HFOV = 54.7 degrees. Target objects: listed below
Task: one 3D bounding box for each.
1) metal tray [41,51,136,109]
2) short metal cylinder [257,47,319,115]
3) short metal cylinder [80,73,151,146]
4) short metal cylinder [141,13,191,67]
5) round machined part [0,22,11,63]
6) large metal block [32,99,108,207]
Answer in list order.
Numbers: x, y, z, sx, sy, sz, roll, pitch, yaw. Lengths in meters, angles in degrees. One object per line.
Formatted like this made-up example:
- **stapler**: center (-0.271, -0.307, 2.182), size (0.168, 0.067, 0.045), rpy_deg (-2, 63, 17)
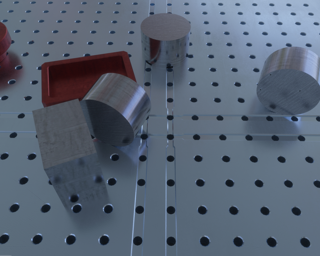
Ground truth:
- **metal tray**: center (-0.104, -0.068, 0.460), size (0.131, 0.030, 0.090), rpy_deg (-11, 51, -9)
- **short metal cylinder**: center (0.179, -0.064, 0.426), size (0.080, 0.080, 0.050), rpy_deg (17, 52, 14)
- **short metal cylinder**: center (-0.058, -0.022, 0.390), size (0.080, 0.080, 0.050), rpy_deg (18, 52, 14)
- **short metal cylinder**: center (0.009, -0.147, 0.515), size (0.080, 0.050, 0.080), rpy_deg (0, 50, 0)
- **round machined part**: center (-0.294, -0.133, 0.507), size (0.099, 0.042, 0.098), rpy_deg (0, 50, 0)
- **large metal block**: center (-0.100, 0.028, 0.348), size (0.050, 0.080, 0.080), rpy_deg (-18, 52, -14)
